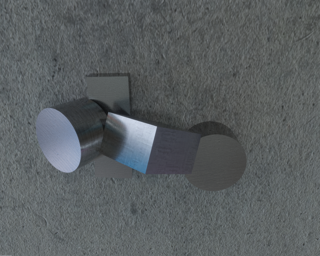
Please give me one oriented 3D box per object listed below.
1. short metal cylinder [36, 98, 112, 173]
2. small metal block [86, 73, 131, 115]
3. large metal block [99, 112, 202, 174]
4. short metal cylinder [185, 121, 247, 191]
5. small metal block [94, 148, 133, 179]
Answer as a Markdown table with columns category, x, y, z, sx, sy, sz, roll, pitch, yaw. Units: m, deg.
| category | x | y | z | sx | sy | sz | roll | pitch | yaw |
| --- | --- | --- | --- | --- | --- | --- | --- | --- | --- |
| short metal cylinder | -0.105 | 0.008 | 0.380 | 0.080 | 0.050 | 0.079 | 14 | 115 | 33 |
| small metal block | -0.063 | -0.043 | 0.394 | 0.050 | 0.025 | 0.050 | -1 | 110 | 0 |
| large metal block | -0.011 | 0.018 | 0.368 | 0.081 | 0.080 | 0.050 | 10 | 95 | -48 |
| short metal cylinder | 0.068 | 0.036 | 0.412 | 0.081 | 0.050 | 0.079 | 0 | 110 | -1 |
| small metal block | -0.062 | 0.040 | 0.425 | 0.050 | 0.025 | 0.050 | 3 | 110 | -2 |
